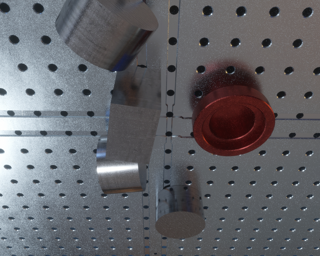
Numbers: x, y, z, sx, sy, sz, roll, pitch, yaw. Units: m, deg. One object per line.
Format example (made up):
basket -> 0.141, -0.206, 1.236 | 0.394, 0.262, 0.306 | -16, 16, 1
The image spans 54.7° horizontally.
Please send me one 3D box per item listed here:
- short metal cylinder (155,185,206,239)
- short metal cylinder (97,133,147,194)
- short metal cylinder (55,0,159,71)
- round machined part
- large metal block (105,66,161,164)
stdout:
short metal cylinder -> 0.033, 0.140, 0.515 | 0.081, 0.050, 0.079 | 0, 131, 0
short metal cylinder -> -0.049, 0.046, 0.415 | 0.050, 0.080, 0.080 | -5, 130, 4
short metal cylinder -> -0.049, -0.100, 0.290 | 0.080, 0.080, 0.050 | 29, 124, -22
round machined part -> 0.089, -0.013, 0.390 | 0.099, 0.042, 0.097 | 0, 130, 0
large metal block -> -0.031, -0.017, 0.361 | 0.050, 0.080, 0.079 | 8, 130, -7
